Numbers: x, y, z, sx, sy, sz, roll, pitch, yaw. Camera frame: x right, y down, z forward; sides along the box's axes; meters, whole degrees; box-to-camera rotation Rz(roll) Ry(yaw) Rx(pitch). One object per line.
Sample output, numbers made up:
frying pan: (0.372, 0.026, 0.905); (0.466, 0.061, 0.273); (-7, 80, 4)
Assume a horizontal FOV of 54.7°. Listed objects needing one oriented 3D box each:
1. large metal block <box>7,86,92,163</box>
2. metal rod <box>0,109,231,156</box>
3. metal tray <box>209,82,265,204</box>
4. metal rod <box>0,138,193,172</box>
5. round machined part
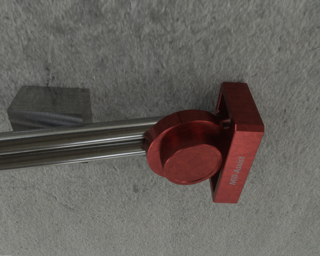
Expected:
large metal block: (-0.129, -0.003, 0.383); (0.081, 0.050, 0.079); (2, 130, -3)
metal rod: (-0.065, 0.005, 0.353); (0.302, 0.025, 0.025); (-6, 131, -12)
metal tray: (0.086, 0.020, 0.384); (0.030, 0.090, 0.129); (3, 130, -3)
metal rod: (-0.067, 0.026, 0.371); (0.302, 0.025, 0.025); (-6, 131, -12)
round machined part: (0.034, 0.029, 0.359); (0.099, 0.042, 0.097); (-8, 133, -8)
